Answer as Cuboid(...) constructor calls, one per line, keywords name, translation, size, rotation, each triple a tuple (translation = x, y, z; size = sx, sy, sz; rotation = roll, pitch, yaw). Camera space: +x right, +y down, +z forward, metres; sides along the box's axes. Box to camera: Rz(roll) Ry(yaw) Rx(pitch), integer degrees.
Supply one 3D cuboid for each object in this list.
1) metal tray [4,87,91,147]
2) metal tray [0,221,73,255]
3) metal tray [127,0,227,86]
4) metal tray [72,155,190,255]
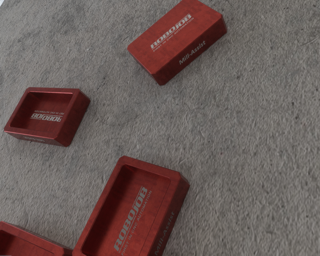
Cuboid(name="metal tray", translation=(-0.187, -0.022, 0.512), size=(0.130, 0.030, 0.090), rotation=(6, 64, 30))
Cuboid(name="metal tray", translation=(-0.171, 0.177, 0.381), size=(0.130, 0.030, 0.090), rotation=(7, 65, 31))
Cuboid(name="metal tray", translation=(0.024, -0.135, 0.471), size=(0.130, 0.030, 0.090), rotation=(-40, 51, 1))
Cuboid(name="metal tray", translation=(-0.032, 0.104, 0.353), size=(0.090, 0.030, 0.130), rotation=(13, 68, 33))
